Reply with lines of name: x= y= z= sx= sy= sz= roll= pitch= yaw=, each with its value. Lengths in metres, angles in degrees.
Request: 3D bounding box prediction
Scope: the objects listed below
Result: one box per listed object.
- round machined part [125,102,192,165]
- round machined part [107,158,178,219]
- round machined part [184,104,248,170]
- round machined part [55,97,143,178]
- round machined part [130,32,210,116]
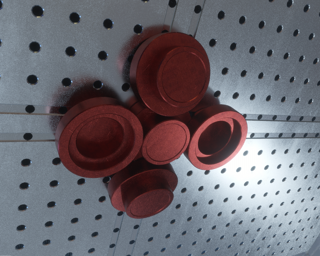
round machined part: x=0.000 y=0.009 z=0.406 sx=0.099 sy=0.042 sz=0.097 roll=-14 pitch=125 yaw=-21
round machined part: x=-0.020 y=0.090 z=0.431 sx=0.099 sy=0.042 sz=0.097 roll=-15 pitch=139 yaw=-14
round machined part: x=0.074 y=0.009 z=0.448 sx=0.099 sy=0.042 sz=0.097 roll=-14 pitch=125 yaw=-21
round machined part: x=-0.073 y=0.008 z=0.366 sx=0.099 sy=0.042 sz=0.097 roll=-14 pitch=125 yaw=-21
round machined part: x=0.018 y=-0.061 z=0.359 sx=0.099 sy=0.042 sz=0.097 roll=-8 pitch=107 yaw=-25
